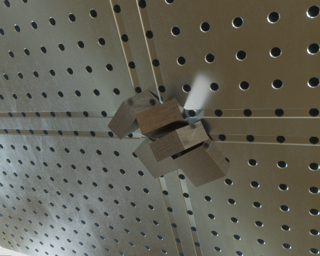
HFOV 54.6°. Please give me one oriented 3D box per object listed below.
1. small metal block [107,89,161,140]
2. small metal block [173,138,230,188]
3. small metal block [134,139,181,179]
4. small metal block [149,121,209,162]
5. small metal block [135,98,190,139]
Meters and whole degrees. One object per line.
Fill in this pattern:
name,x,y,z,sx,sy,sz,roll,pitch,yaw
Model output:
small metal block,-0.033,-0.018,0.400,0.025,0.050,0.050,46,130,8
small metal block,0.055,0.045,0.410,0.050,0.025,0.050,-32,101,38
small metal block,0.000,0.038,0.435,0.050,0.025,0.050,-29,103,38
small metal block,0.024,0.017,0.387,0.050,0.050,0.025,-30,83,43
small metal block,0.005,-0.009,0.373,0.050,0.050,0.025,-22,76,10
